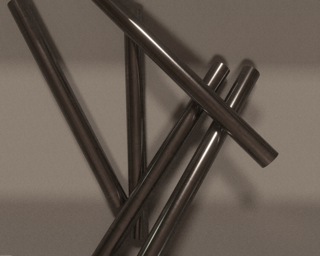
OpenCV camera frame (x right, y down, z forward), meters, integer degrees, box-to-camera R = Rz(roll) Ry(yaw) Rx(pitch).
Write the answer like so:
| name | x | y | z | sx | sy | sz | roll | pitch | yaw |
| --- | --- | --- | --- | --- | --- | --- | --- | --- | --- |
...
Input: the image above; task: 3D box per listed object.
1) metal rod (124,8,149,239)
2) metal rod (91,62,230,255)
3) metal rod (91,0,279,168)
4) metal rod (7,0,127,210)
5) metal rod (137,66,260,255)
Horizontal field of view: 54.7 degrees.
| name | x | y | z | sx | sy | sz | roll | pitch | yaw |
| --- | --- | --- | --- | --- | --- | --- | --- | --- | --- |
| metal rod | -0.032 | -0.006 | 0.411 | 0.025 | 0.025 | 0.298 | -2 | 90 | -1 |
| metal rod | 0.002 | 0.044 | 0.392 | 0.025 | 0.025 | 0.300 | 33 | 82 | -1 |
| metal rod | 0.022 | -0.069 | 0.374 | 0.025 | 0.025 | 0.300 | -45 | 83 | 0 |
| metal rod | -0.121 | -0.031 | 0.409 | 0.025 | 0.025 | 0.299 | -27 | 90 | 0 |
| metal rod | 0.046 | 0.048 | 0.372 | 0.025 | 0.025 | 0.300 | 32 | 73 | 0 |
